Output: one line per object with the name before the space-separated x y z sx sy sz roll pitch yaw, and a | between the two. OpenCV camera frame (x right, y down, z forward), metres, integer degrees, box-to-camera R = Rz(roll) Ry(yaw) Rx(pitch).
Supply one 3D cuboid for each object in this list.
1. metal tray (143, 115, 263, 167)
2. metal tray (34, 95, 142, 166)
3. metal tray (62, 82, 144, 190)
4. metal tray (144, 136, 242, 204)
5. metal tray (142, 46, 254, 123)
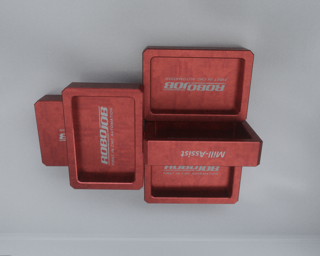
metal tray | 0.047 0.013 0.379 0.131 0.090 0.030 1 110 -1
metal tray | -0.089 0.004 0.405 0.131 0.030 0.089 0 110 -1
metal tray | -0.065 0.012 0.377 0.091 0.030 0.129 1 110 -1
metal tray | 0.044 0.059 0.429 0.131 0.030 0.089 1 110 -1
metal tray | 0.044 -0.054 0.388 0.131 0.030 0.089 1 110 -1
